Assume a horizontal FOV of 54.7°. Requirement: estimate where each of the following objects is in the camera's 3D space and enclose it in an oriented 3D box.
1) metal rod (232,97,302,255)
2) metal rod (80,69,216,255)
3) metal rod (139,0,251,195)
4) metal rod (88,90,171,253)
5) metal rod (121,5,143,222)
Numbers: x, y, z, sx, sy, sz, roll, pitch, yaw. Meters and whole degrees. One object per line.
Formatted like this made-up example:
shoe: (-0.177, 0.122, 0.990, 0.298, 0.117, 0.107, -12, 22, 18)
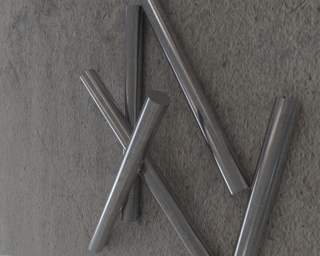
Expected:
metal rod: (0.095, 0.116, 0.326, 0.025, 0.025, 0.298, 20, 102, 38)
metal rod: (-0.021, 0.044, 0.398, 0.025, 0.025, 0.299, -44, 71, 31)
metal rod: (0.031, -0.063, 0.378, 0.025, 0.025, 0.299, -36, 68, 34)
metal rod: (-0.051, 0.078, 0.401, 0.025, 0.025, 0.298, 49, 133, 29)
metal rod: (-0.039, -0.019, 0.437, 0.025, 0.025, 0.298, 2, 91, 40)
